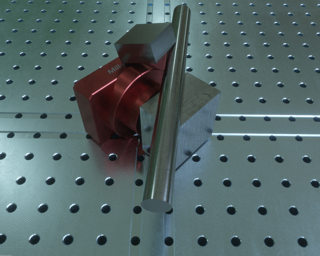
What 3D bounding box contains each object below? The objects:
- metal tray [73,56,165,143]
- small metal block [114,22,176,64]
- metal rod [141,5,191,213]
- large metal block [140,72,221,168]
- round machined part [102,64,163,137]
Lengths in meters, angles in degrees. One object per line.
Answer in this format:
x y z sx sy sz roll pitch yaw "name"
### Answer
-0.044 -0.049 0.406 0.030 0.089 0.131 36 58 26 "metal tray"
-0.017 -0.100 0.365 0.050 0.025 0.050 9 46 31 "small metal block"
0.014 -0.051 0.346 0.025 0.025 0.300 5 50 4 "metal rod"
0.024 -0.007 0.374 0.050 0.080 0.080 35 58 25 "large metal block"
-0.021 -0.029 0.390 0.042 0.097 0.099 35 58 25 "round machined part"
